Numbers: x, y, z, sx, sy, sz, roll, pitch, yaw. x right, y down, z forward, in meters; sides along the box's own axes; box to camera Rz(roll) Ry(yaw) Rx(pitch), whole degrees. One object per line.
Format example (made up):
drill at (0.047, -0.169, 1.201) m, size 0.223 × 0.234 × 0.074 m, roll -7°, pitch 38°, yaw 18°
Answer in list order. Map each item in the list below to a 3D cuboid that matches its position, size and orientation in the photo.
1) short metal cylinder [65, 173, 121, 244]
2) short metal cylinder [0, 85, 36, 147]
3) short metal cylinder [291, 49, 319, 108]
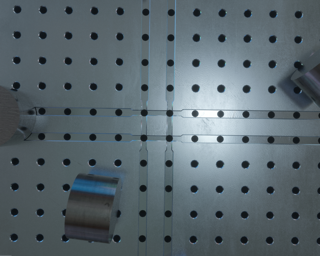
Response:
short metal cylinder at (-0.080, 0.099, 0.385) m, size 0.050 × 0.080 × 0.080 m, roll 8°, pitch 90°, yaw 0°
short metal cylinder at (-0.210, -0.015, 0.399) m, size 0.081 × 0.050 × 0.079 m, roll 0°, pitch 90°, yaw 0°
short metal cylinder at (0.214, -0.071, 0.387) m, size 0.080 × 0.080 × 0.050 m, roll -44°, pitch 90°, yaw 0°
